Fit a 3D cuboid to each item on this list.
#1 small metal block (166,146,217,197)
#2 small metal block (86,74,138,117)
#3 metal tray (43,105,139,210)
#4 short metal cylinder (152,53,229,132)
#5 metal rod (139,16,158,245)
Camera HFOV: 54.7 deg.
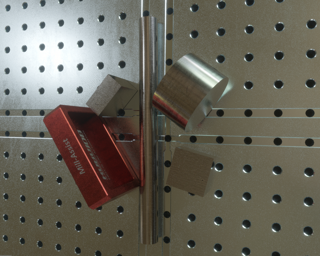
[{"bbox_3d":[0.041,0.055,0.398,0.050,0.025,0.050,16,95,19],"label":"small metal block"},{"bbox_3d":[-0.064,-0.042,0.420,0.025,0.050,0.050,43,103,14],"label":"small metal block"},{"bbox_3d":[-0.086,0.033,0.406,0.030,0.090,0.130,-34,79,17],"label":"metal tray"},{"bbox_3d":[0.036,-0.041,0.370,0.050,0.080,0.080,39,102,15],"label":"short metal cylinder"},{"bbox_3d":[-0.015,0.003,0.416,0.025,0.025,0.298,0,90,19],"label":"metal rod"}]
